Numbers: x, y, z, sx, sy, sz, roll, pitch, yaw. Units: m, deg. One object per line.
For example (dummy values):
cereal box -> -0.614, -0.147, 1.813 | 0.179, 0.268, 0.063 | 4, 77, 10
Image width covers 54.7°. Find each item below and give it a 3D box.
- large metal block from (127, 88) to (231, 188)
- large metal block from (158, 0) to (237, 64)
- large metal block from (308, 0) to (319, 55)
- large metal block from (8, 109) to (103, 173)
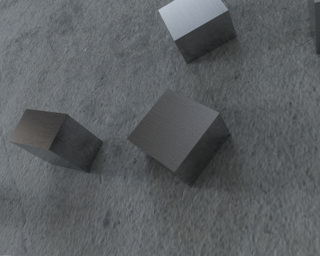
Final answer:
large metal block -> 0.023, 0.010, 0.369 | 0.080, 0.050, 0.080 | 31, 79, 37
large metal block -> 0.054, -0.154, 0.453 | 0.080, 0.050, 0.080 | -28, 52, 10
large metal block -> 0.211, -0.135, 0.341 | 0.080, 0.080, 0.050 | -10, 58, 23
large metal block -> -0.142, 0.018, 0.430 | 0.080, 0.080, 0.050 | 7, 66, 31
